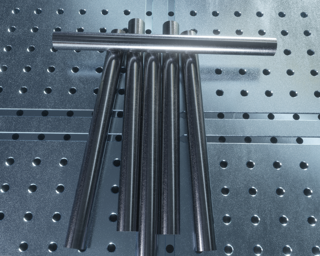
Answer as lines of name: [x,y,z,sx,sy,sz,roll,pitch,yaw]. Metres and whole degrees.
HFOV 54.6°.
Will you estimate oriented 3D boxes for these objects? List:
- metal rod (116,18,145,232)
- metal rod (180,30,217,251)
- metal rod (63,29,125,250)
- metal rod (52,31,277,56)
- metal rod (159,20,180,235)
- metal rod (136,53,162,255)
metal rod: [-0.037,-0.018,0.418,0.025,0.025,0.299,1,70,0]
metal rod: [0.048,0.002,0.412,0.025,0.025,0.299,-2,70,-1]
metal rod: [-0.080,0.000,0.410,0.025,0.025,0.299,7,70,2]
metal rod: [0.006,-0.116,0.428,0.302,0.025,0.025,2,70,0]
metal rod: [0.014,-0.014,0.418,0.025,0.025,0.299,1,70,0]
metal rod: [-0.013,0.035,0.399,0.025,0.025,0.299,1,70,0]
